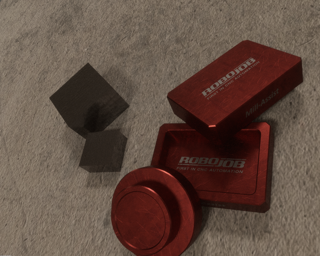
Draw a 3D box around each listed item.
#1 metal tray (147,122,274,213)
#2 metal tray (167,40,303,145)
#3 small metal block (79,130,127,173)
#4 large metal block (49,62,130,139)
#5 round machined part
[{"bbox_3d":[0.055,0.040,0.346,0.130,0.030,0.090,0,61,27],"label":"metal tray"},{"bbox_3d":[0.085,-0.047,0.359,0.131,0.030,0.090,-36,41,-11],"label":"metal tray"},{"bbox_3d":[-0.077,0.033,0.423,0.050,0.025,0.050,-5,59,25],"label":"small metal block"},{"bbox_3d":[-0.107,-0.039,0.466,0.080,0.050,0.080,-43,51,-2],"label":"large metal block"},{"bbox_3d":[-0.011,0.089,0.317,0.098,0.042,0.097,0,91,27],"label":"round machined part"}]
